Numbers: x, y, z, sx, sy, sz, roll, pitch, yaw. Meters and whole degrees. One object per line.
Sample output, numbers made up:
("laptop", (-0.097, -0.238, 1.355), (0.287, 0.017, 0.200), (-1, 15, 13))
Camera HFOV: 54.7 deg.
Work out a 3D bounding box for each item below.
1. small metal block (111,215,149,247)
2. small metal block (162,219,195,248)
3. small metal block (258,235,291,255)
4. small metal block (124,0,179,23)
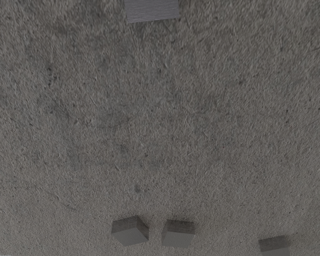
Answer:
("small metal block", (-0.054, 0.190, 0.568), (0.050, 0.025, 0.050), (-19, 128, 15))
("small metal block", (0.033, 0.197, 0.575), (0.050, 0.025, 0.050), (9, 130, -8))
("small metal block", (0.228, 0.242, 0.615), (0.050, 0.025, 0.050), (-17, 128, 14))
("small metal block", (-0.009, -0.132, 0.295), (0.050, 0.025, 0.050), (-5, 130, 4))
